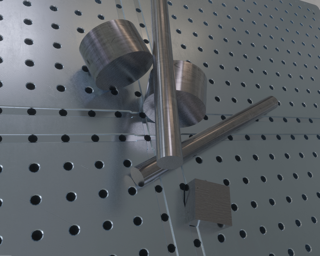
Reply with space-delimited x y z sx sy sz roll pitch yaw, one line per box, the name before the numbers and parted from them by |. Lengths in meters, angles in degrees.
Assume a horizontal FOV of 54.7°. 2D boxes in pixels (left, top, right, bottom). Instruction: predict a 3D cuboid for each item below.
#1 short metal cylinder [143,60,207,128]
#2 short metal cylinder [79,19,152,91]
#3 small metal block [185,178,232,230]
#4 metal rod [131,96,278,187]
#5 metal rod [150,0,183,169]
short metal cylinder | 0.021 -0.043 0.411 0.080 0.080 0.050 19 54 -17
short metal cylinder | -0.056 -0.092 0.399 0.081 0.080 0.050 -18 72 -35
small metal block | 0.059 0.095 0.382 0.050 0.025 0.050 16 55 -19
metal rod | 0.084 0.006 0.449 0.302 0.025 0.025 -25 75 -37
metal rod | 0.003 -0.086 0.381 0.025 0.025 0.300 14 49 -21
